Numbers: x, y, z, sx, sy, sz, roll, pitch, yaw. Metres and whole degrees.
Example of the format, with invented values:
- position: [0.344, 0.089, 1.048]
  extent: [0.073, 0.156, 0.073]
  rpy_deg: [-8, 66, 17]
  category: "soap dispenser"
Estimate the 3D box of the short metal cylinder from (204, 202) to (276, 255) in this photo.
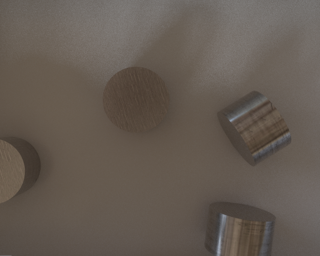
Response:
- position: [0.099, 0.128, 0.385]
  extent: [0.081, 0.080, 0.050]
  rpy_deg: [7, 90, -1]
  category: "short metal cylinder"

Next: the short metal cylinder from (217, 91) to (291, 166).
- position: [0.115, 0.001, 0.386]
  extent: [0.050, 0.080, 0.080]
  rpy_deg: [-32, 90, 0]
  category: "short metal cylinder"

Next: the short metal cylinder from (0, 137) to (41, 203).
- position: [-0.203, 0.052, 0.396]
  extent: [0.081, 0.050, 0.079]
  rpy_deg: [0, 90, -1]
  category: "short metal cylinder"

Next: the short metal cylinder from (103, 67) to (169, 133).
- position: [-0.029, -0.034, 0.399]
  extent: [0.081, 0.050, 0.079]
  rpy_deg: [0, 90, -1]
  category: "short metal cylinder"
